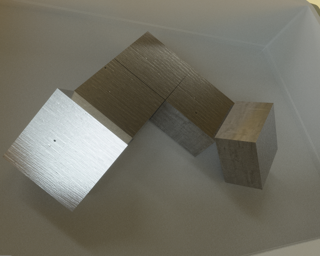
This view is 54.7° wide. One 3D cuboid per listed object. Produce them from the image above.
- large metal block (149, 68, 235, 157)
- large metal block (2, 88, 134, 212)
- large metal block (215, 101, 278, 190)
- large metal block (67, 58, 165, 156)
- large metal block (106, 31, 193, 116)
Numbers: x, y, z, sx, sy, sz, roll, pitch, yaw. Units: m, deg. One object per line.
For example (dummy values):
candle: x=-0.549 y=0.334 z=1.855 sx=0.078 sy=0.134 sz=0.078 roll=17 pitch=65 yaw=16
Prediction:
large metal block: x=0.047 y=-0.022 z=0.425 sx=0.080 sy=0.050 sz=0.080 roll=39 pitch=51 yaw=-2
large metal block: x=-0.085 y=0.019 z=0.302 sx=0.080 sy=0.050 sz=0.080 roll=39 pitch=94 yaw=-2
large metal block: x=0.118 y=0.021 z=0.411 sx=0.080 sy=0.050 sz=0.080 roll=-52 pitch=136 yaw=-39
large metal block: x=-0.055 y=-0.023 z=0.372 sx=0.080 sy=0.050 sz=0.080 roll=39 pitch=51 yaw=-2
large metal block: x=-0.016 y=-0.073 z=0.423 sx=0.080 sy=0.050 sz=0.080 roll=39 pitch=51 yaw=-2
